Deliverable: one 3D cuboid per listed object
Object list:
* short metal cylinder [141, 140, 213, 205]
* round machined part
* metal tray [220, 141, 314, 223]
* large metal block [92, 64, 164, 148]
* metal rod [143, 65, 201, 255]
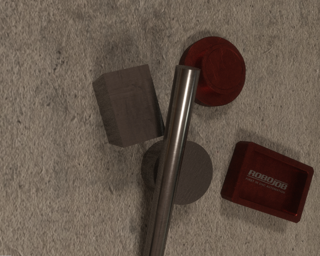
[{"bbox_3d":[0.021,0.055,0.405,0.081,0.050,0.079,0,90,-21],"label":"short metal cylinder"},{"bbox_3d":[0.079,-0.079,0.430,0.099,0.042,0.097,0,90,-21],"label":"round machined part"},{"bbox_3d":[0.165,0.082,0.469,0.131,0.030,0.090,22,83,-19],"label":"metal tray"},{"bbox_3d":[-0.039,-0.024,0.366,0.050,0.080,0.080,-17,96,-20],"label":"large metal block"},{"bbox_3d":[0.005,0.079,0.356,0.025,0.025,0.298,2,111,-20],"label":"metal rod"}]
